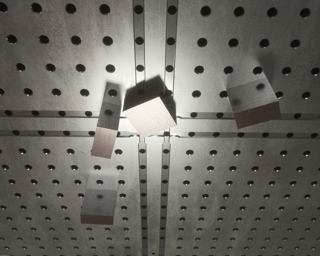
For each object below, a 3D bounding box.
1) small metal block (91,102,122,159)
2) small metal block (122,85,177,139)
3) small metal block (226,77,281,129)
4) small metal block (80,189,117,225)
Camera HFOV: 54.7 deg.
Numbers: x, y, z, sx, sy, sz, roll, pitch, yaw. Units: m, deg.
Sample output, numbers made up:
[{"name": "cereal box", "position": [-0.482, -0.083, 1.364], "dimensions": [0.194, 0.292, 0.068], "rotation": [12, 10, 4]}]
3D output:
[{"name": "small metal block", "position": [-0.069, 0.003, 0.397], "dimensions": [0.025, 0.050, 0.050], "rotation": [12, 129, -11]}, {"name": "small metal block", "position": [-0.012, -0.019, 0.395], "dimensions": [0.050, 0.025, 0.050], "rotation": [-21, 127, 16]}, {"name": "small metal block", "position": [0.111, -0.030, 0.371], "dimensions": [0.050, 0.050, 0.025], "rotation": [-16, 128, 13]}, {"name": "small metal block", "position": [-0.098, 0.128, 0.503], "dimensions": [0.050, 0.050, 0.025], "rotation": [5, 130, -5]}]
